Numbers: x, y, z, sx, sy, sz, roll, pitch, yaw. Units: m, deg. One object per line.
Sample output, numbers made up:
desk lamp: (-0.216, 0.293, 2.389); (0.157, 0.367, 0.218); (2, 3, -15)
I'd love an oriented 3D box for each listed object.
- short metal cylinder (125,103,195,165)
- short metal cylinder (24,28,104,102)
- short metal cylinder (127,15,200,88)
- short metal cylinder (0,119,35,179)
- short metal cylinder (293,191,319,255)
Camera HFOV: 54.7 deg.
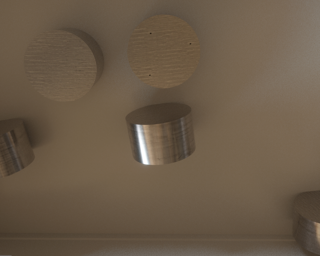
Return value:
short metal cylinder: (0.002, 0.005, 0.384); (0.080, 0.080, 0.050); (-8, 110, 2)
short metal cylinder: (-0.111, -0.076, 0.368); (0.081, 0.050, 0.079); (0, 110, -1)
short metal cylinder: (0.004, -0.091, 0.364); (0.081, 0.050, 0.079); (0, 110, -1)
short metal cylinder: (-0.206, 0.026, 0.389); (0.080, 0.080, 0.050); (-9, 110, 3)
short metal cylinder: (0.230, 0.131, 0.434); (0.080, 0.080, 0.050); (-6, 110, 2)
